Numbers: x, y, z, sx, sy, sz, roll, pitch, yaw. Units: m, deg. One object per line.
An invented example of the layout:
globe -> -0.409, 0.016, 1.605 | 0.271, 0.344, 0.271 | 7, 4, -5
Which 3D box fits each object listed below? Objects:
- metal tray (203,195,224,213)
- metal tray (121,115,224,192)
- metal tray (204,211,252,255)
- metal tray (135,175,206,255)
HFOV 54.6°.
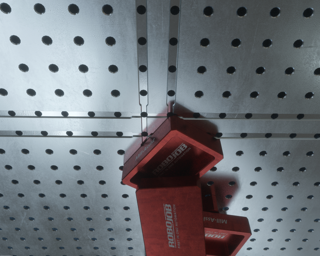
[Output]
metal tray -> 0.051, 0.172, 0.555 | 0.130, 0.030, 0.090 | -18, 128, 15
metal tray -> 0.015, 0.050, 0.450 | 0.090, 0.030, 0.129 | 29, 124, -22
metal tray -> 0.074, 0.180, 0.521 | 0.131, 0.030, 0.089 | 10, 129, -9
metal tray -> 0.019, 0.136, 0.459 | 0.090, 0.030, 0.129 | -4, 110, 7
